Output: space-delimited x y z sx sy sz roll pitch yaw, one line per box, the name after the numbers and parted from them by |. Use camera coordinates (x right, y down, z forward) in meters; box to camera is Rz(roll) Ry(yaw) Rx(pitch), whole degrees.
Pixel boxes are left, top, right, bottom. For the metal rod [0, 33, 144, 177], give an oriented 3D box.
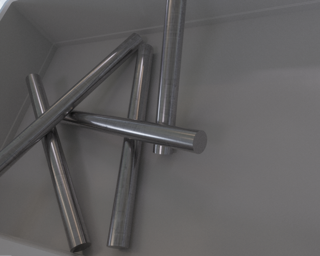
-0.130 -0.044 0.460 0.025 0.025 0.301 24 62 36 | metal rod

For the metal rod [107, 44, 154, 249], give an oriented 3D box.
-0.035 0.004 0.421 0.025 0.025 0.299 -9 58 24 | metal rod

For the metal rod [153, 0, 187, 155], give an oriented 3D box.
0.017 -0.117 0.380 0.025 0.025 0.298 7 93 31 | metal rod

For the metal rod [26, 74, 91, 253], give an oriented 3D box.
-0.154 0.030 0.446 0.025 0.025 0.299 -33 58 7 | metal rod

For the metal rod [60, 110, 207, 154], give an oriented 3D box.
-0.069 -0.005 0.417 0.300 0.025 0.025 10 67 42 | metal rod
